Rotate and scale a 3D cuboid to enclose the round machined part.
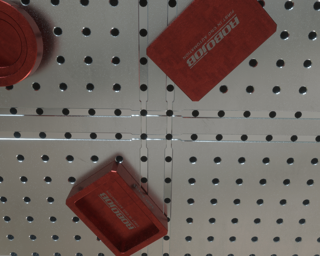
[{"bbox_3d":[-0.187,-0.101,0.365,0.099,0.042,0.097,0,110,0],"label":"round machined part"}]

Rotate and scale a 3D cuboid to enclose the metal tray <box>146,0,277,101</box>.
[{"bbox_3d":[0.059,-0.107,0.372,0.130,0.030,0.090,-43,105,14],"label":"metal tray"}]

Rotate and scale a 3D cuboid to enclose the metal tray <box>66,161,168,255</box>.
[{"bbox_3d":[-0.060,0.123,0.455,0.090,0.030,0.130,-34,107,11],"label":"metal tray"}]
